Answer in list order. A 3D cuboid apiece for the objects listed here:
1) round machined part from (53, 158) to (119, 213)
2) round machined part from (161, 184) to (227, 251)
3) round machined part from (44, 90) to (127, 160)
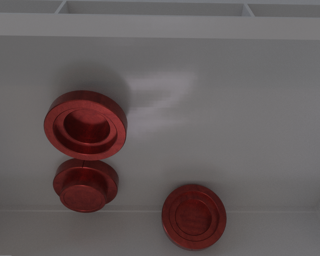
[{"bbox_3d":[-0.115,0.094,0.477,0.099,0.042,0.097,0,130,0],"label":"round machined part"},{"bbox_3d":[0.051,0.142,0.487,0.099,0.098,0.042,1,150,-1],"label":"round machined part"},{"bbox_3d":[-0.090,-0.008,0.391,0.099,0.042,0.097,0,130,0],"label":"round machined part"}]
